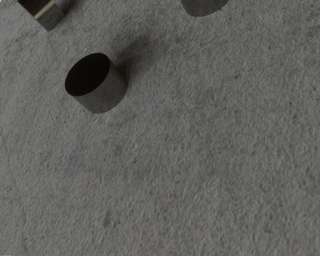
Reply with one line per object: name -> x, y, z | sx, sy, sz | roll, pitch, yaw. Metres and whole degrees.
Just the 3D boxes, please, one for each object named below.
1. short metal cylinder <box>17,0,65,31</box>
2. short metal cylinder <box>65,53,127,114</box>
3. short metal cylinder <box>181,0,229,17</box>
short metal cylinder -> -0.249, -0.250, 0.649 | 0.050, 0.080, 0.080 | -46, 51, -4
short metal cylinder -> -0.098, -0.069, 0.480 | 0.080, 0.050, 0.080 | -13, 56, 20
short metal cylinder -> 0.067, -0.224, 0.489 | 0.080, 0.050, 0.080 | -13, 56, 20
